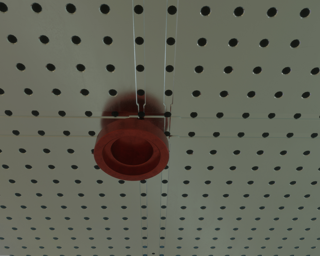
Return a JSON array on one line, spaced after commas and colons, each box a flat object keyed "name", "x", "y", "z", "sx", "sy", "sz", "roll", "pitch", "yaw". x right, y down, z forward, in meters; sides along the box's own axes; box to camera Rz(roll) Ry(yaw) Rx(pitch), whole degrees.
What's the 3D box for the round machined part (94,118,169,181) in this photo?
[{"name": "round machined part", "x": -0.037, "y": 0.025, "z": 0.421, "sx": 0.099, "sy": 0.042, "sz": 0.097, "roll": -1, "pitch": 130, "yaw": 0}]
